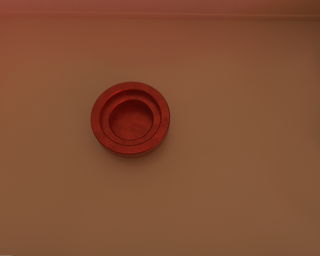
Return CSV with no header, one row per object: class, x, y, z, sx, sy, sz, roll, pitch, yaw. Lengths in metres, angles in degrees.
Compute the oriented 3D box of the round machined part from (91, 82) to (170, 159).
round machined part,-0.037,-0.007,0.403,0.099,0.042,0.098,0,70,0
